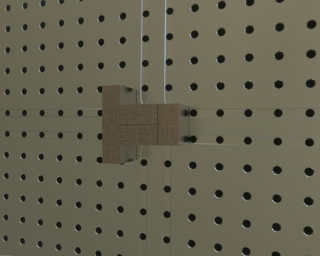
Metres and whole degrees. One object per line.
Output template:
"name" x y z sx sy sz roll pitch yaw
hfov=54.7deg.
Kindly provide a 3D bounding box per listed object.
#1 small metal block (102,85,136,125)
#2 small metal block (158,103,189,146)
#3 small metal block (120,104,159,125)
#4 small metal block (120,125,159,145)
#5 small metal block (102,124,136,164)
"small metal block" -0.054 -0.029 0.416 0.025 0.050 0.050 0 90 20
"small metal block" 0.018 -0.004 0.391 0.025 0.050 0.050 0 90 20
"small metal block" -0.018 -0.017 0.404 0.050 0.050 0.025 0 90 19
"small metal block" -0.018 0.008 0.404 0.050 0.050 0.025 0 90 19
"small metal block" -0.054 0.020 0.416 0.025 0.050 0.050 0 90 20
